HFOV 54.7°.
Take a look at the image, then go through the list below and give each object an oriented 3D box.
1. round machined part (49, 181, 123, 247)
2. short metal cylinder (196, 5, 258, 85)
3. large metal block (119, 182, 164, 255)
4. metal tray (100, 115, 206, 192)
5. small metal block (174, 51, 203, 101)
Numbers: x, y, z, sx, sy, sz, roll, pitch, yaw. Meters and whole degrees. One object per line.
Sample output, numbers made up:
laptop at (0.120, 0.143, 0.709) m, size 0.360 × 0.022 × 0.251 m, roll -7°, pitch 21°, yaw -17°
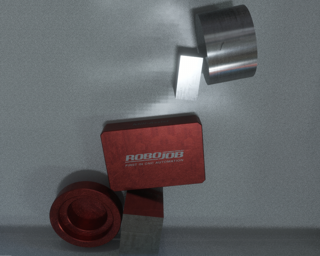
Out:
round machined part at (-0.102, 0.118, 0.444) m, size 0.099 × 0.042 × 0.097 m, roll 0°, pitch 111°, yaw 0°
short metal cylinder at (0.072, -0.092, 0.349) m, size 0.050 × 0.080 × 0.079 m, roll -11°, pitch 110°, yaw 3°
large metal block at (-0.025, 0.131, 0.430) m, size 0.050 × 0.080 × 0.079 m, roll 7°, pitch 110°, yaw -3°
metal tray at (-0.007, 0.035, 0.421) m, size 0.131 × 0.030 × 0.089 m, roll -6°, pitch 110°, yaw 1°
small metal block at (0.033, -0.064, 0.375) m, size 0.025 × 0.050 × 0.050 m, roll 5°, pitch 110°, yaw -2°
